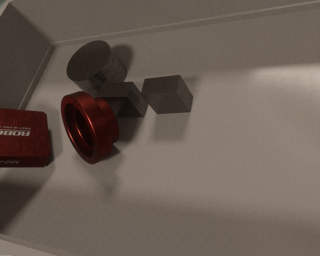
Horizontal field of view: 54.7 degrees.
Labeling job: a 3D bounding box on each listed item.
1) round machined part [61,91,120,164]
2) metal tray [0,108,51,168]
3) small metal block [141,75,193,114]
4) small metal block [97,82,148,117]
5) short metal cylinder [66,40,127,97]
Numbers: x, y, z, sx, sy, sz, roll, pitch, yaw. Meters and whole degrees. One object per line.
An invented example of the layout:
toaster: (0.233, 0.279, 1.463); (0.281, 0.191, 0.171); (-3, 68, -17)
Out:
round machined part: (-0.091, -0.004, 0.420); (0.042, 0.097, 0.098); (-25, 43, -34)
metal tray: (-0.235, 0.013, 0.455); (0.030, 0.131, 0.090); (-56, 42, 39)
small metal block: (0.010, -0.043, 0.409); (0.050, 0.050, 0.025); (-2, 61, 27)
small metal block: (-0.052, -0.039, 0.439); (0.050, 0.050, 0.025); (2, 60, 29)
short metal cylinder: (-0.101, -0.093, 0.498); (0.080, 0.050, 0.080); (-13, 56, 20)
